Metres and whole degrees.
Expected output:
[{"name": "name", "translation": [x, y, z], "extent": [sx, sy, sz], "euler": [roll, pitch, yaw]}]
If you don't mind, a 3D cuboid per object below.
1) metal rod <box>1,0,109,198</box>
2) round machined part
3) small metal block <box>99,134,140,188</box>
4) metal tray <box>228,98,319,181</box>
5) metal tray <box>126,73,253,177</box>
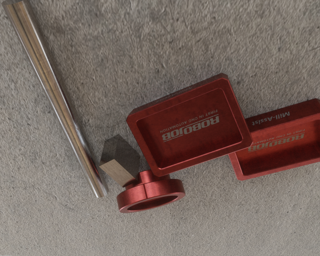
[{"name": "metal rod", "translation": [-0.117, -0.012, 0.395], "extent": [0.025, 0.025, 0.298], "euler": [-7, 130, 6]}, {"name": "round machined part", "translation": [-0.015, 0.090, 0.455], "extent": [0.099, 0.042, 0.098], "euler": [-13, 158, -5]}, {"name": "small metal block", "translation": [-0.054, 0.045, 0.427], "extent": [0.025, 0.050, 0.050], "euler": [-28, 123, 21]}, {"name": "metal tray", "translation": [0.158, 0.020, 0.422], "extent": [0.130, 0.030, 0.090], "euler": [-17, 129, 13]}, {"name": "metal tray", "translation": [0.036, -0.001, 0.382], "extent": [0.130, 0.030, 0.090], "euler": [-21, 106, 16]}]
